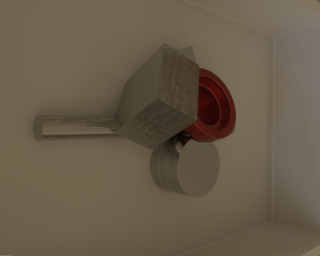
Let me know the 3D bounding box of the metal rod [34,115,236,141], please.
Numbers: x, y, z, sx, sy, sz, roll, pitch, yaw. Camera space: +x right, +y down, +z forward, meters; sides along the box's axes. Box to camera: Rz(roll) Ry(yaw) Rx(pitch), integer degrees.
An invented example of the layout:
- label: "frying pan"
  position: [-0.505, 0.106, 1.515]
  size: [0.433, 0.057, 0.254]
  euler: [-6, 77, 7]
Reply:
- label: "metal rod"
  position: [-0.004, -0.001, 0.401]
  size: [0.302, 0.025, 0.025]
  euler: [0, 90, -40]

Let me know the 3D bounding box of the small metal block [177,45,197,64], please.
- label: "small metal block"
  position: [0.025, -0.082, 0.428]
  size: [0.050, 0.025, 0.050]
  euler: [-27, 107, -37]

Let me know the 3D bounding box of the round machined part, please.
- label: "round machined part"
  position: [0.054, -0.027, 0.416]
  size: [0.099, 0.042, 0.098]
  euler: [16, 63, -34]

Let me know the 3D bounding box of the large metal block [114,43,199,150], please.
- label: "large metal block"
  position: [-0.002, -0.033, 0.350]
  size: [0.050, 0.080, 0.080]
  euler: [27, 50, -26]

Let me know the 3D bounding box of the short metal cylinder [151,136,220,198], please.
- label: "short metal cylinder"
  position: [0.035, 0.050, 0.419]
  size: [0.081, 0.050, 0.079]
  euler: [0, 90, -40]
